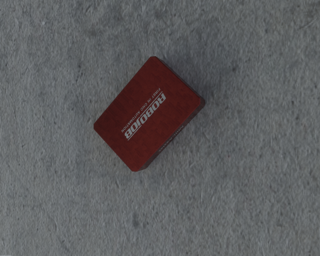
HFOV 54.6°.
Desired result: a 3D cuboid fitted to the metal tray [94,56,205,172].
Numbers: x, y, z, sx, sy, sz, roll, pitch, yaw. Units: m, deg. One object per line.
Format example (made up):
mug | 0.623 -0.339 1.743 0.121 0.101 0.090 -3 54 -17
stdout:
metal tray | -0.016 -0.017 0.412 0.090 0.030 0.130 46 104 14
